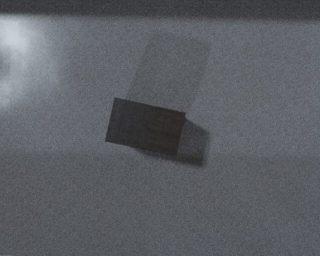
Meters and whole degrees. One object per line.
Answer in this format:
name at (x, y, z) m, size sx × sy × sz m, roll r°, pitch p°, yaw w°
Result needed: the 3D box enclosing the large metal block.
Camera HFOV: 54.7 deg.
large metal block at (-0.016, -0.001, 0.381) m, size 0.080 × 0.080 × 0.050 m, roll 12°, pitch 90°, yaw -1°
